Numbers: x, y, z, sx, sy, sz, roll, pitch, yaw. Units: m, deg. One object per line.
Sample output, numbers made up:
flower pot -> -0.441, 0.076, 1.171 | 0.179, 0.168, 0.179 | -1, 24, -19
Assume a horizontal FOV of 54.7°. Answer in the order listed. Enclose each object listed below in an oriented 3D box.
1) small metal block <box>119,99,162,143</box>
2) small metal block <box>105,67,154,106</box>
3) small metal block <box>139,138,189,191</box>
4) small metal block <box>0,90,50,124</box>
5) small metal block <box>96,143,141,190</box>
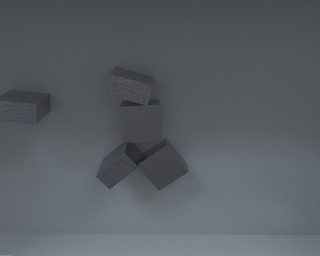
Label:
small metal block -> -0.024, -0.009, 0.408 | 0.050, 0.025, 0.050 | -3, 110, 1
small metal block -> -0.035, -0.052, 0.378 | 0.050, 0.050, 0.025 | 14, 110, -5
small metal block -> 0.004, 0.051, 0.430 | 0.050, 0.025, 0.050 | -35, 107, 12
small metal block -> -0.171, -0.027, 0.386 | 0.050, 0.050, 0.025 | 5, 110, -2
small metal block -> -0.054, 0.047, 0.415 | 0.050, 0.050, 0.025 | -39, 106, 13
